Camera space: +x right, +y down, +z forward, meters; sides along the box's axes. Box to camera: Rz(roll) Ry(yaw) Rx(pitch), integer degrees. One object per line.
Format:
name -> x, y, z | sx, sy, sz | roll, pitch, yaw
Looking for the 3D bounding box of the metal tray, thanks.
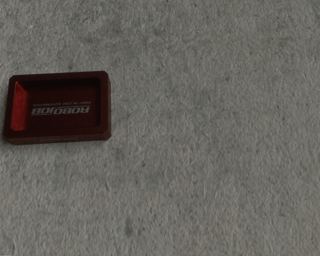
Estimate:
metal tray -> -0.133, -0.027, 0.413 | 0.131, 0.030, 0.090 | -3, 70, -2
